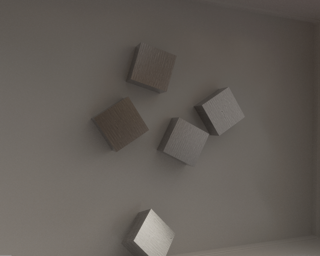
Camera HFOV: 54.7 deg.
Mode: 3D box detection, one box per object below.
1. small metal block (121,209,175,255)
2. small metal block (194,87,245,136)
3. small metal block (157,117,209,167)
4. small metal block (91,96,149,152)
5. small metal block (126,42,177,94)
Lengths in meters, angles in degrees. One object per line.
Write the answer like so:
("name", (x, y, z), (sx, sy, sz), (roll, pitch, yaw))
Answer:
("small metal block", (-0.014, 0.141, 0.394), (0.050, 0.025, 0.050), (49, 41, -14))
("small metal block", (0.085, -0.024, 0.443), (0.050, 0.025, 0.050), (-35, 102, -17))
("small metal block", (0.031, 0.019, 0.423), (0.050, 0.025, 0.050), (28, 81, -18))
("small metal block", (-0.051, -0.005, 0.393), (0.050, 0.025, 0.050), (-35, 102, -17))
("small metal block", (-0.012, -0.078, 0.407), (0.050, 0.025, 0.050), (17, 84, -20))
